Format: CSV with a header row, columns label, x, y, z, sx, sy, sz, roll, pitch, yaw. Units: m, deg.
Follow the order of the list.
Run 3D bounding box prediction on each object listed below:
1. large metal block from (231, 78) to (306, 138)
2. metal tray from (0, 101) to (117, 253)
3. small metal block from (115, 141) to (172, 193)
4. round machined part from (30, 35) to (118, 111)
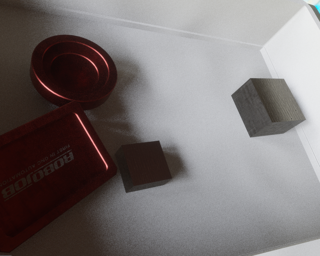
label,x,y,z,sx,sy,sz,roll,pitch,yaw
large metal block,0.177,-0.034,0.508,0.081,0.050,0.080,-5,64,-31
metal tray,-0.116,0.041,0.298,0.131,0.030,0.090,-35,100,-38
small metal block,-0.020,0.045,0.369,0.050,0.025,0.050,-6,65,-31
round machined part,-0.105,-0.062,0.377,0.099,0.042,0.098,14,56,-21
